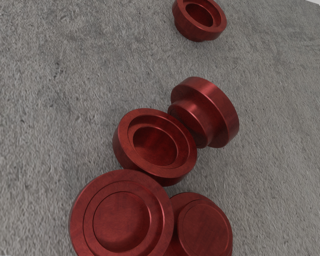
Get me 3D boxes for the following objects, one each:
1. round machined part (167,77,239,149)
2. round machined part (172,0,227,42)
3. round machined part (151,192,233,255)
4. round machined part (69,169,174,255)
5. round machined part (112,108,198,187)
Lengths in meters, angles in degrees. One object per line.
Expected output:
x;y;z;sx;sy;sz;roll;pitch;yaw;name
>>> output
0.047;-0.013;0.393;0.042;0.098;0.098;-39;84;-23;round machined part
0.064;-0.190;0.543;0.099;0.042;0.098;14;56;-21;round machined part
0.040;0.118;0.342;0.099;0.042;0.098;14;56;-21;round machined part
-0.039;0.091;0.305;0.099;0.042;0.098;5;76;-20;round machined part
-0.009;0.026;0.364;0.099;0.042;0.098;17;44;-18;round machined part
